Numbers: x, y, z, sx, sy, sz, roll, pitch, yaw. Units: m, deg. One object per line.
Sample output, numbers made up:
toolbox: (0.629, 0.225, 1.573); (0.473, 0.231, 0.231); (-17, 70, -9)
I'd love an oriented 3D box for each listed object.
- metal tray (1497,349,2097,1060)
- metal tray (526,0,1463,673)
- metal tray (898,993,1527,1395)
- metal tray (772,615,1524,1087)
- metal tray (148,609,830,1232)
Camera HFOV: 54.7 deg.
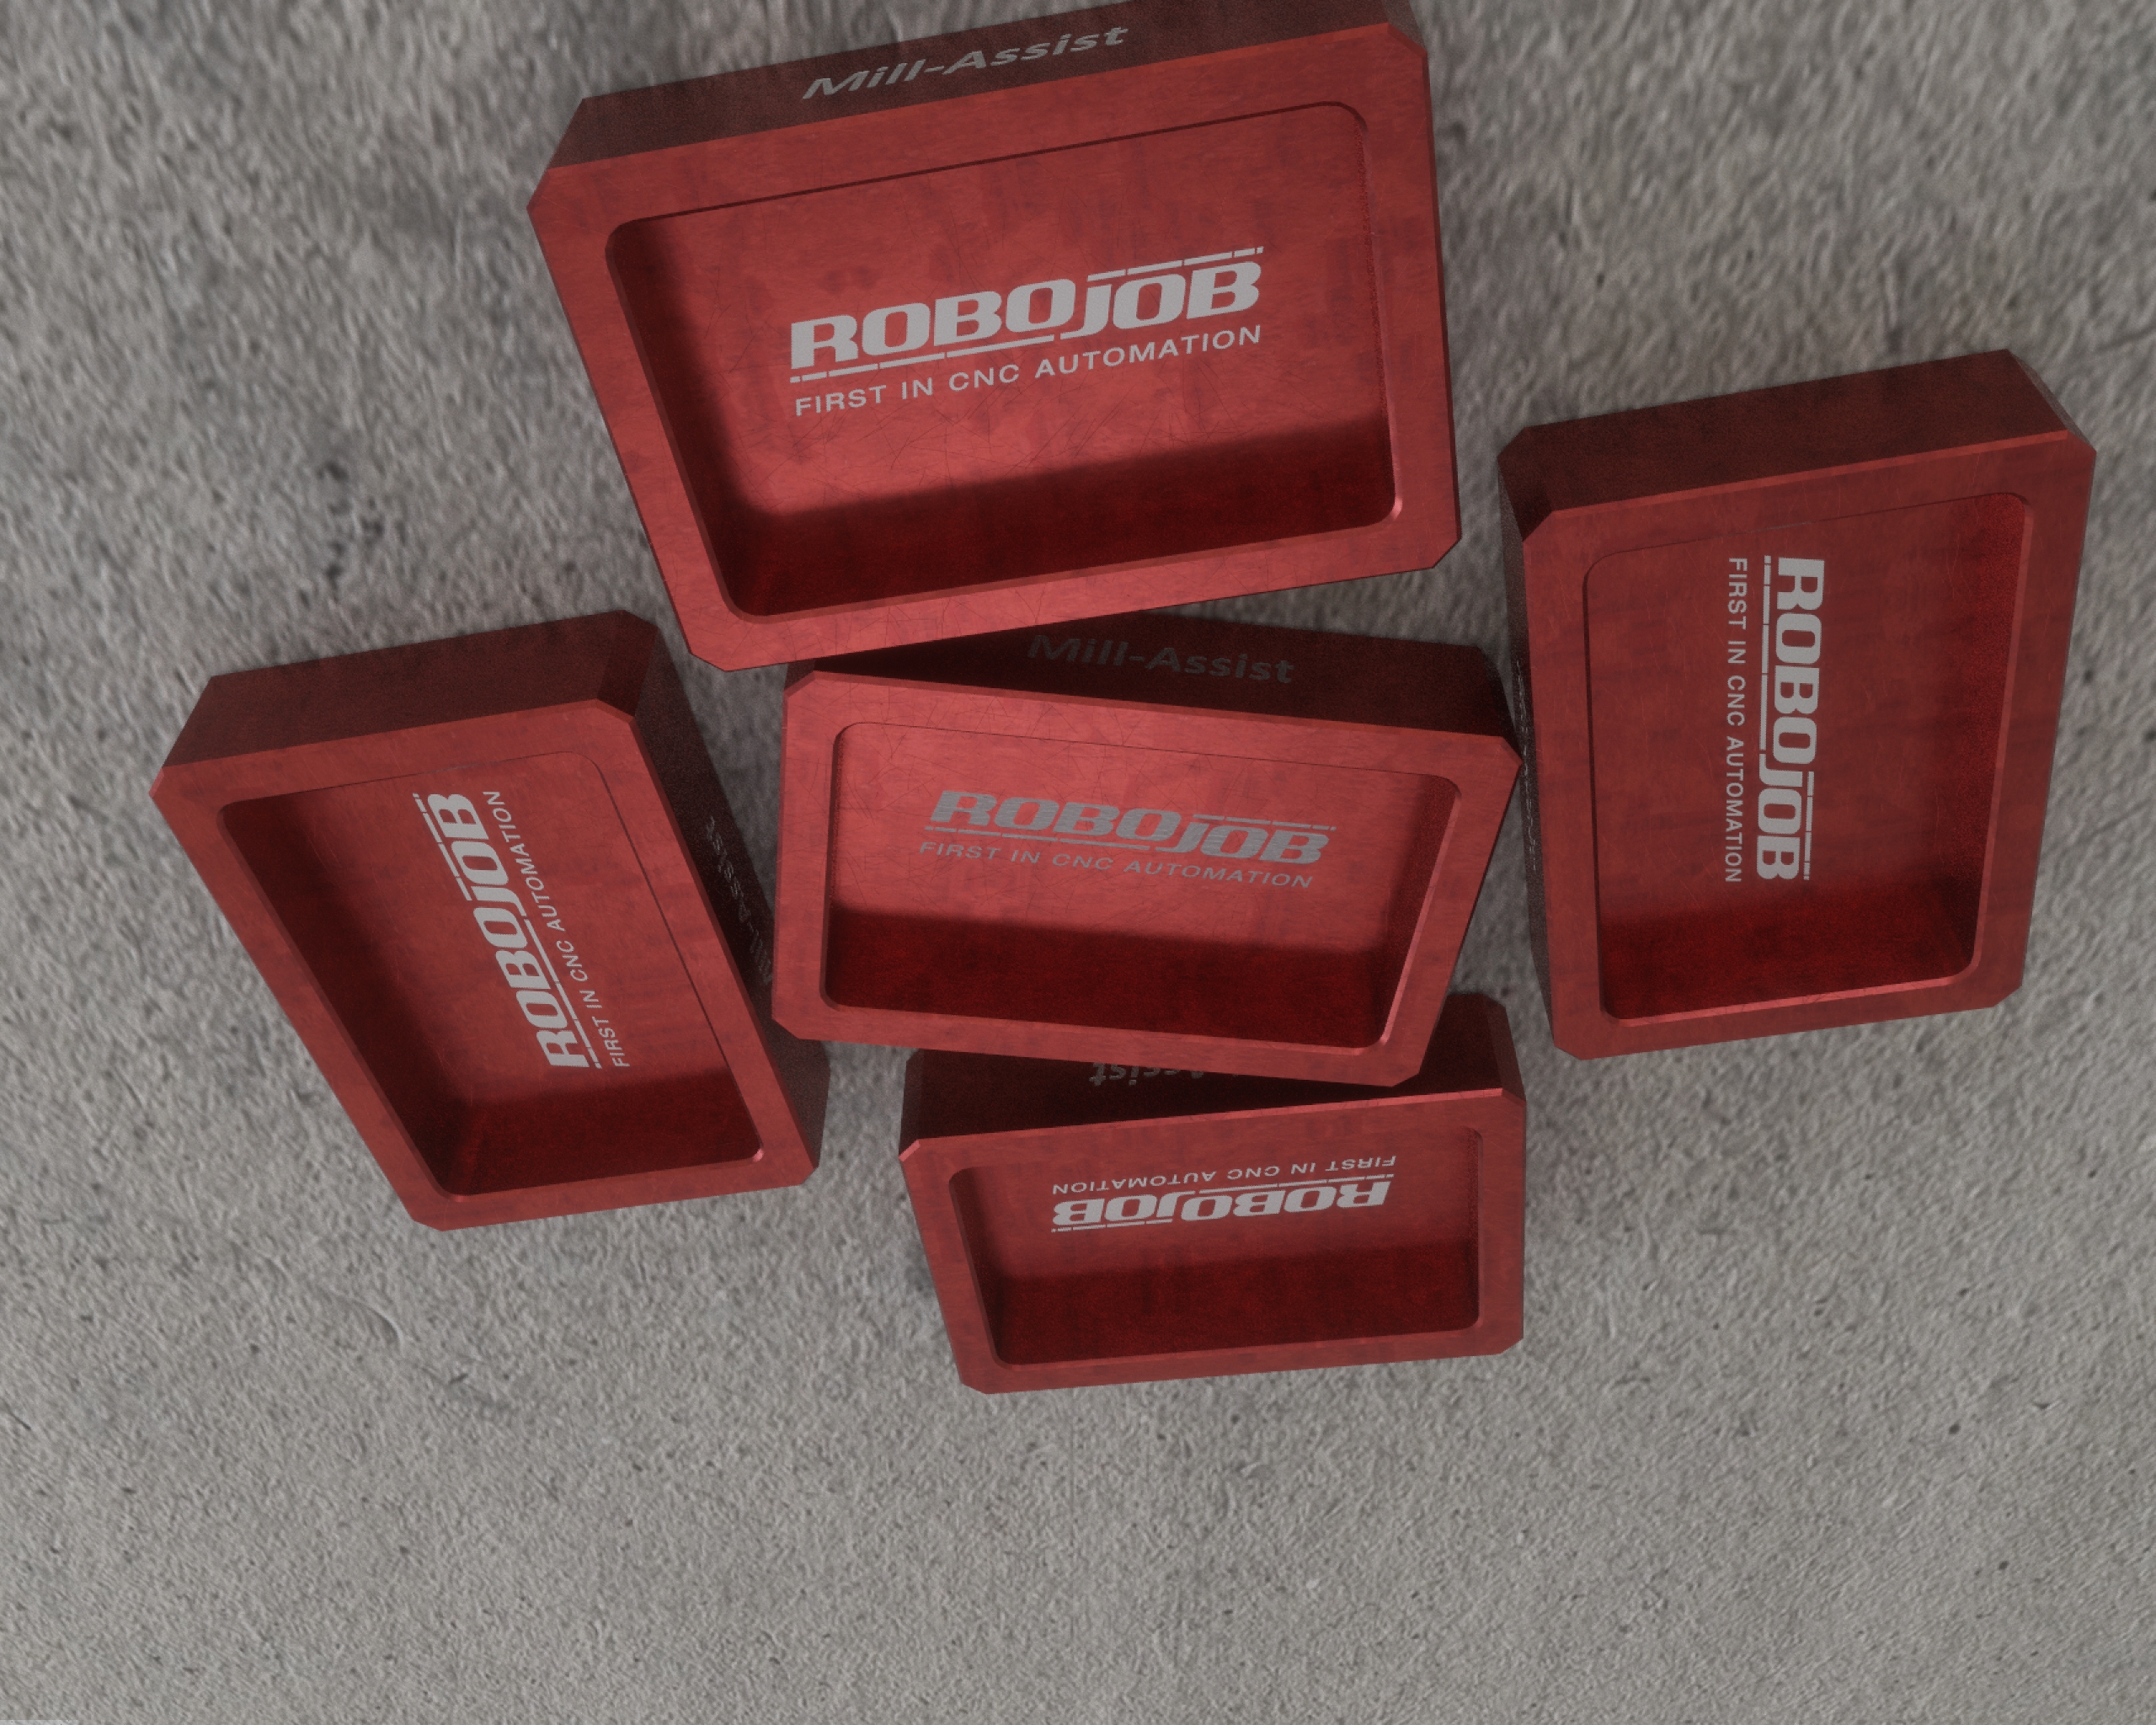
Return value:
metal tray: (0.129, -0.023, 0.385); (0.090, 0.030, 0.129); (-8, 130, 7)
metal tray: (-0.009, -0.083, 0.332); (0.131, 0.030, 0.090); (-8, 130, 6)
metal tray: (0.032, 0.076, 0.469); (0.131, 0.030, 0.089); (-6, 130, 4)
metal tray: (0.009, -0.003, 0.401); (0.131, 0.030, 0.089); (5, 130, -5)
metal tray: (-0.110, 0.017, 0.416); (0.090, 0.030, 0.129); (-9, 130, 7)
